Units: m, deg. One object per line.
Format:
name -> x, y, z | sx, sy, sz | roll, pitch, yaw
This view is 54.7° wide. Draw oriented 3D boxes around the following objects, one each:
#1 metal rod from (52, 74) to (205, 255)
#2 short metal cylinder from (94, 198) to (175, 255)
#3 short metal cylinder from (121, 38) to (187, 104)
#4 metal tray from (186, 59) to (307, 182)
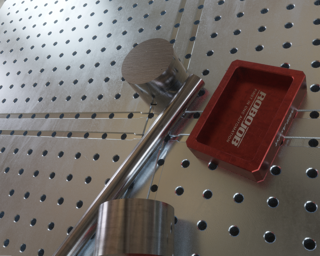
metal rod -> -0.038, 0.053, 0.395 | 0.025, 0.025, 0.300 | 29, 78, 37
short metal cylinder -> -0.025, 0.109, 0.319 | 0.080, 0.080, 0.050 | -13, 57, 21
short metal cylinder -> -0.008, -0.082, 0.447 | 0.080, 0.050, 0.080 | -13, 56, 21
metal tray -> 0.100, -0.014, 0.360 | 0.090, 0.030, 0.130 | 21, 73, 35
